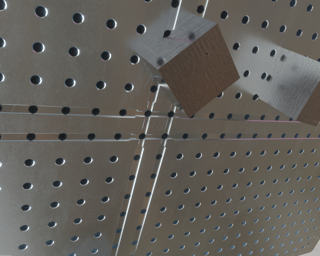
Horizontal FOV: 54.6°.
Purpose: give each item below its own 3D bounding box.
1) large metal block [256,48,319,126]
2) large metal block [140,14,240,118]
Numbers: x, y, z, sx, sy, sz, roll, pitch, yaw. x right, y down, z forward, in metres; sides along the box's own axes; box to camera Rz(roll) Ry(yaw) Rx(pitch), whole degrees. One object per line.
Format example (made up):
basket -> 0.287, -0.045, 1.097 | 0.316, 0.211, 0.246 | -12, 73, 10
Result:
large metal block -> 0.201, -0.060, 0.448 | 0.050, 0.080, 0.080 | 11, 113, -33
large metal block -> 0.037, -0.073, 0.370 | 0.080, 0.050, 0.080 | -38, 129, -2
